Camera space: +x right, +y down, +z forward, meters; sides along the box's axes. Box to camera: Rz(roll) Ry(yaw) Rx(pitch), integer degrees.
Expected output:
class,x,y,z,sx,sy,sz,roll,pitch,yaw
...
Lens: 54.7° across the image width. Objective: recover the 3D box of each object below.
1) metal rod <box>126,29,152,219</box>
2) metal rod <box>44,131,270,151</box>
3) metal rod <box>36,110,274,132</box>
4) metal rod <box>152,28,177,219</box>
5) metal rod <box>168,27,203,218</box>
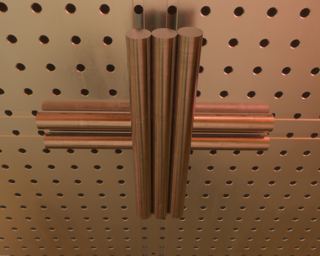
class,x,y,z,sx,sy,sz,roll,pitch,yaw
metal rod,-0.023,0.022,0.397,0.025,0.025,0.298,0,130,-1
metal rod,-0.003,0.018,0.427,0.302,0.025,0.025,1,130,-1
metal rod,-0.005,-0.009,0.404,0.302,0.025,0.025,1,130,-1
metal rod,0.002,0.021,0.397,0.025,0.025,0.298,0,130,-1
metal rod,0.027,0.020,0.397,0.025,0.025,0.298,0,130,-1
